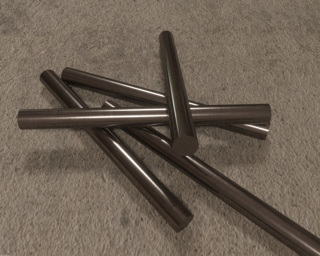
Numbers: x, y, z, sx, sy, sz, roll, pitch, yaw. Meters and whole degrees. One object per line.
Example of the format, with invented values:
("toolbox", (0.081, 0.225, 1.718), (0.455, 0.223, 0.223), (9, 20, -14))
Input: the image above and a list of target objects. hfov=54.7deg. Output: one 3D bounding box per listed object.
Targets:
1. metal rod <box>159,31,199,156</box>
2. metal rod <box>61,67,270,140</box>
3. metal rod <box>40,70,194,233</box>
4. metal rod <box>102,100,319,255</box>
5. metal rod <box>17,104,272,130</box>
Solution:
("metal rod", (0.017, -0.070, 0.414), (0.025, 0.025, 0.300), (-2, 35, -2))
("metal rod", (-0.002, -0.038, 0.435), (0.301, 0.025, 0.025), (17, 52, 13))
("metal rod", (-0.071, 0.011, 0.392), (0.025, 0.025, 0.300), (-33, 58, -25))
("metal rod", (0.042, 0.048, 0.363), (0.300, 0.025, 0.025), (33, 57, 24))
("metal rod", (-0.017, -0.014, 0.380), (0.302, 0.025, 0.025), (-1, 50, -2))
